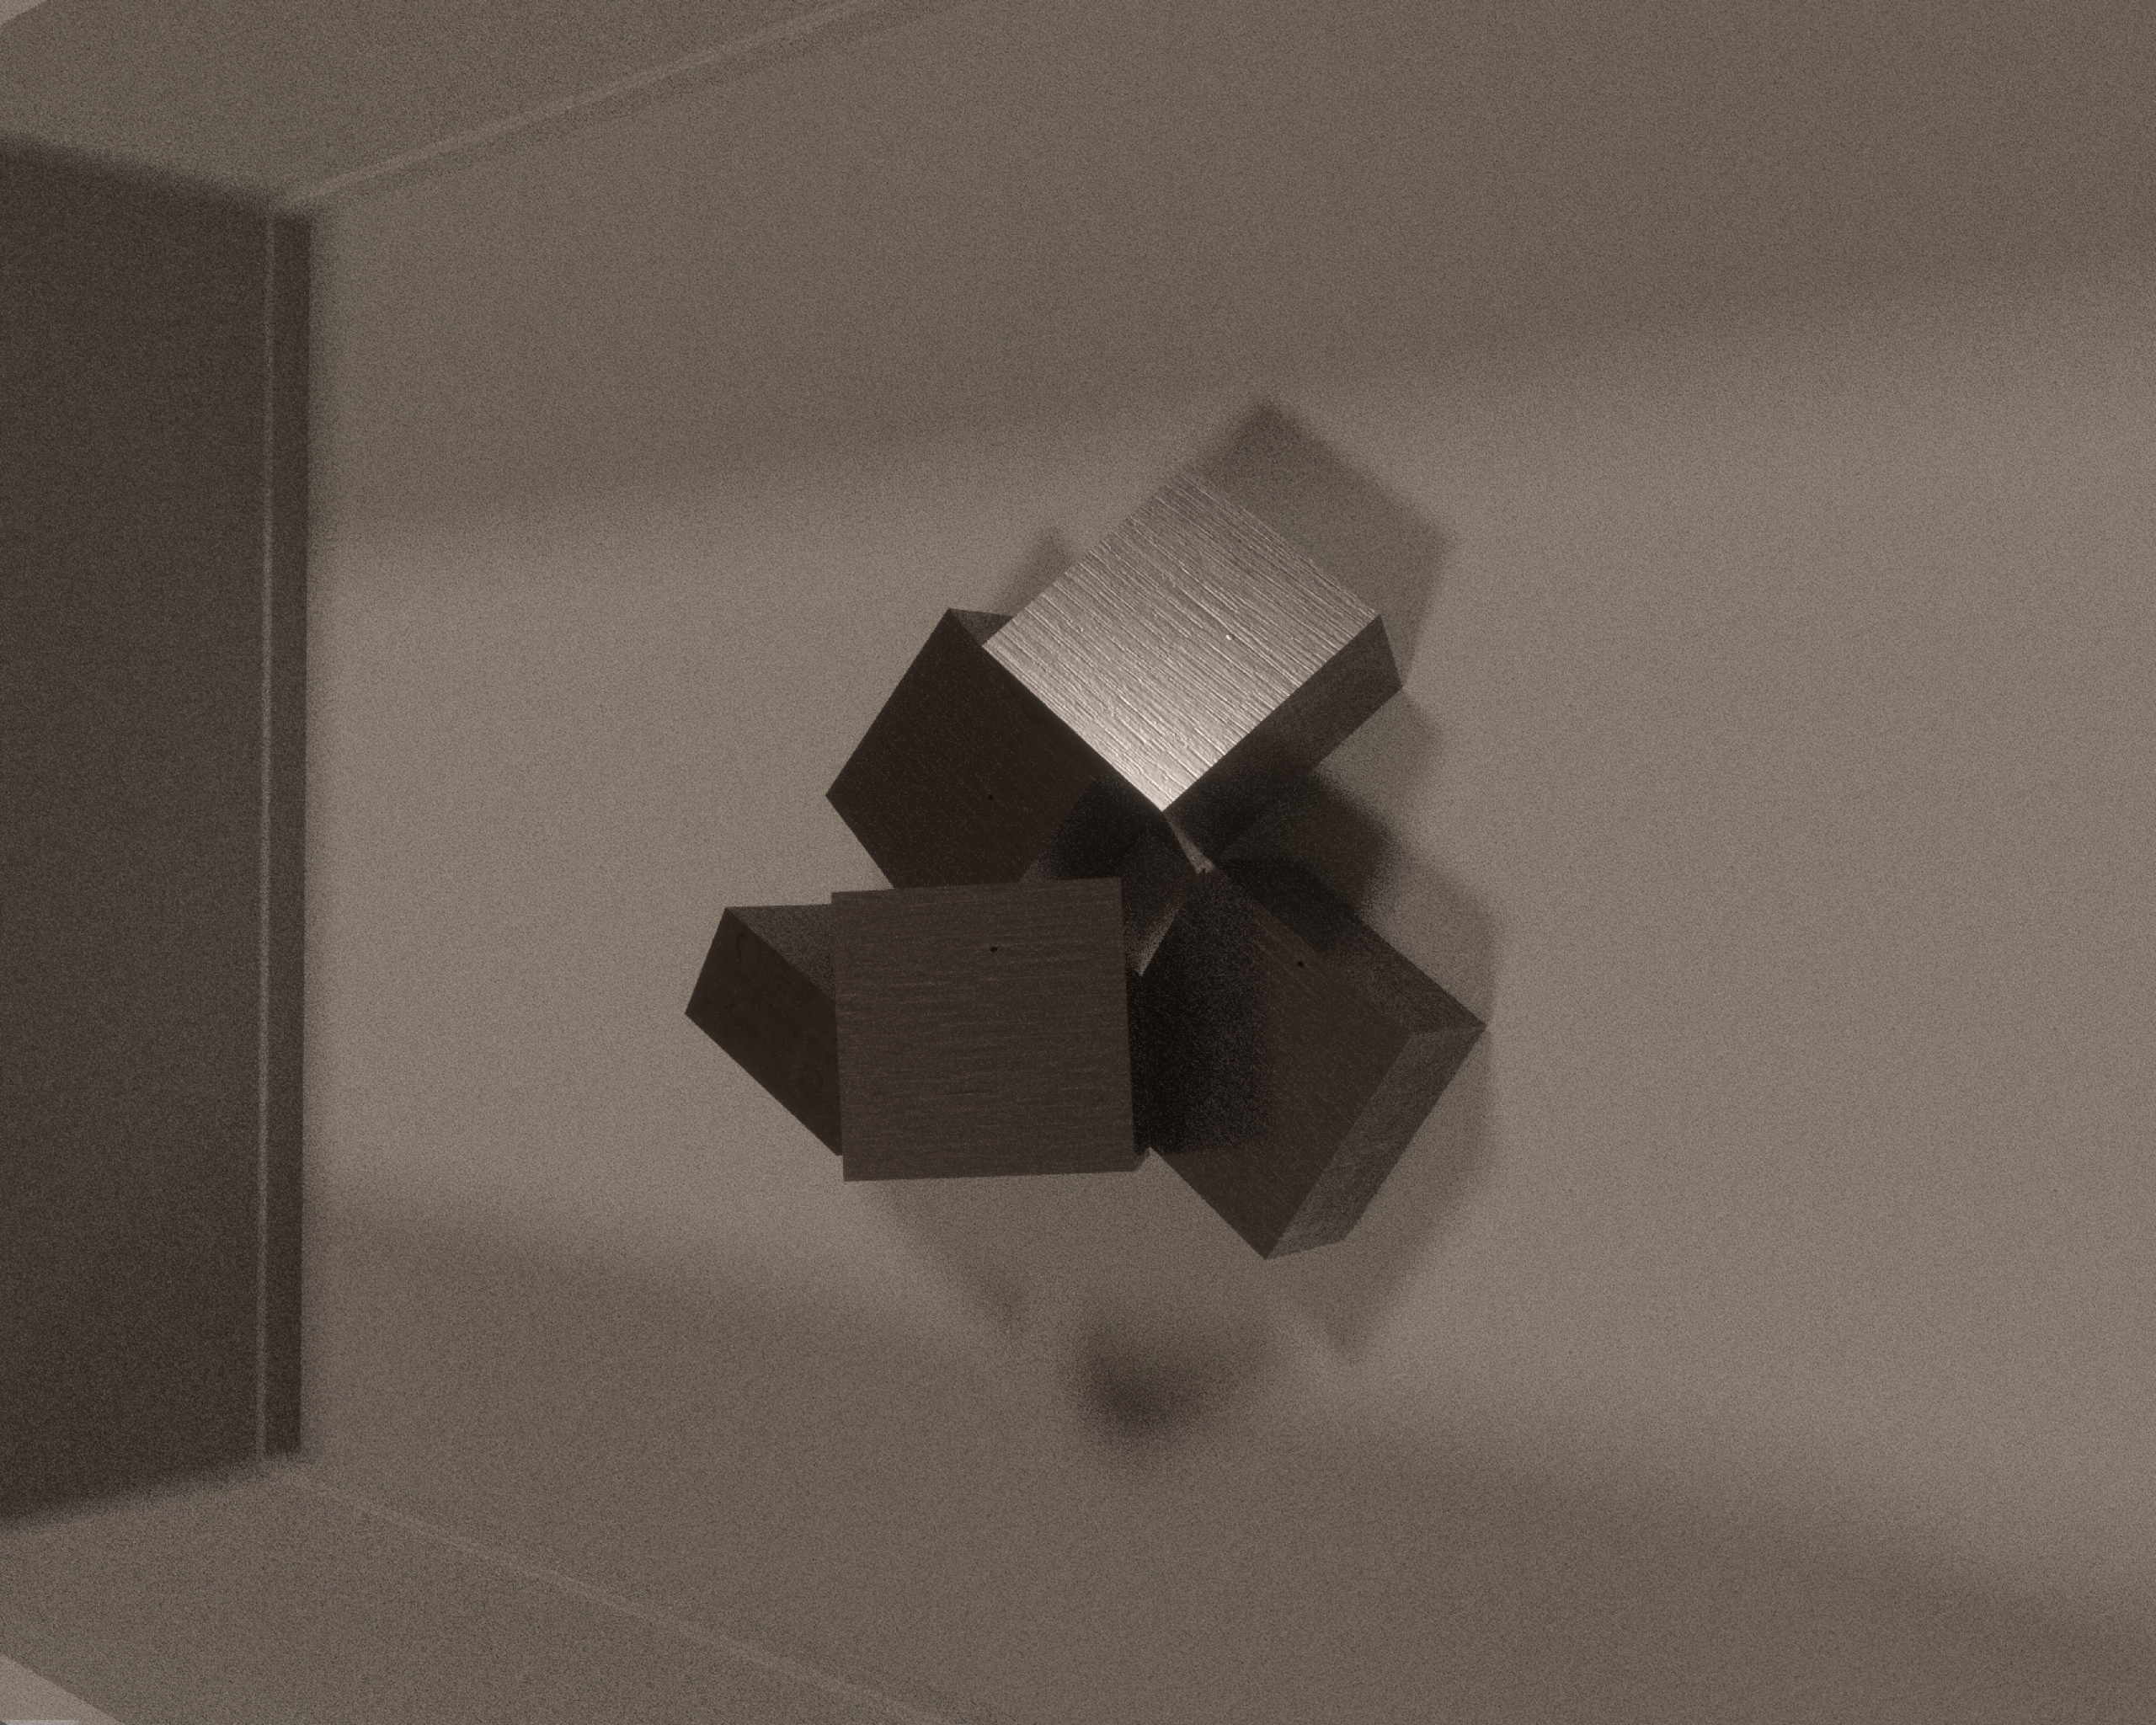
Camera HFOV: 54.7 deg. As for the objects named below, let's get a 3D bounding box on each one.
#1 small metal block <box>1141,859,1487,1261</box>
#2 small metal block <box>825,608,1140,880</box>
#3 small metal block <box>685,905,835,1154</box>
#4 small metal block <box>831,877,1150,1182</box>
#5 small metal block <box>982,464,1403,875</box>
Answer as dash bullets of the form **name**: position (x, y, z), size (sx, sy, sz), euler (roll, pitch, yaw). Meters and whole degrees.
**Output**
- **small metal block**: position (0.036, 0.034, 0.373), size (0.050, 0.025, 0.050), euler (42, 115, 31)
- **small metal block**: position (-0.016, -0.015, 0.415), size (0.050, 0.025, 0.050), euler (51, 120, 27)
- **small metal block**: position (-0.041, 0.032, 0.419), size (0.050, 0.050, 0.025), euler (36, 112, 34)
- **small metal block**: position (-0.015, 0.029, 0.368), size (0.050, 0.025, 0.050), euler (-3, 87, 7)
- **small metal block**: position (0.020, -0.035, 0.372), size (0.050, 0.025, 0.050), euler (-42, 60, -6)
